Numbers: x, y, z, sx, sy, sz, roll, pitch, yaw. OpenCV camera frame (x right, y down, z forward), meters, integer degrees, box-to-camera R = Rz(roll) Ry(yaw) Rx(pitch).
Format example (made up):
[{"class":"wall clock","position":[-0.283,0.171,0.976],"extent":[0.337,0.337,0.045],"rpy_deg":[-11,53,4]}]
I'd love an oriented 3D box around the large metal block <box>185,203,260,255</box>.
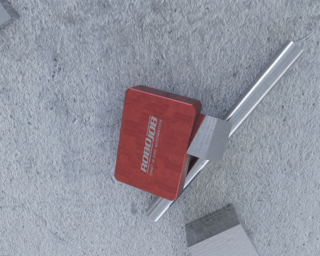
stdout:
[{"class":"large metal block","position":[0.094,0.172,0.461],"extent":[0.080,0.050,0.080],"rpy_deg":[-28,108,9]}]

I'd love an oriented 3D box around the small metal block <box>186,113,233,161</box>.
[{"class":"small metal block","position":[0.062,0.012,0.380],"extent":[0.025,0.050,0.050],"rpy_deg":[18,94,33]}]

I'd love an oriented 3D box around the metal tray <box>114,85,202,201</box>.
[{"class":"metal tray","position":[-0.005,0.019,0.396],"extent":[0.090,0.030,0.129],"rpy_deg":[17,111,18]}]

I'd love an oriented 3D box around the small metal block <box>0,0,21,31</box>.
[{"class":"small metal block","position":[-0.202,-0.137,0.357],"extent":[0.050,0.025,0.050],"rpy_deg":[-29,108,9]}]

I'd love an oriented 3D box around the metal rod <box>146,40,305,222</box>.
[{"class":"metal rod","position":[0.077,0.014,0.416],"extent":[0.025,0.025,0.299],"rpy_deg":[34,106,-12]}]
